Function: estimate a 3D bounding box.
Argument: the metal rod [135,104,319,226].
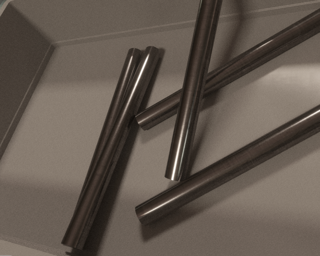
[{"bbox_3d":[0.107,0.025,0.333,0.300,0.025,0.025,-31,52,8],"label":"metal rod"}]

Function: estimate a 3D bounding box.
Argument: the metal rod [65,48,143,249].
[{"bbox_3d":[-0.071,0.011,0.434,0.025,0.025,0.300,0,61,28],"label":"metal rod"}]

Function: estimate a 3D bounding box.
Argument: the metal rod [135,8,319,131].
[{"bbox_3d":[0.103,-0.080,0.400,0.301,0.025,0.025,-29,52,9],"label":"metal rod"}]

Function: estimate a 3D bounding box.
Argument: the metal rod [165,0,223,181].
[{"bbox_3d":[0.047,-0.087,0.355,0.025,0.025,0.298,13,93,33],"label":"metal rod"}]

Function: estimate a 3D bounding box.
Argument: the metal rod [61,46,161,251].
[{"bbox_3d":[-0.055,0.007,0.414,0.025,0.025,0.300,3,58,29],"label":"metal rod"}]
